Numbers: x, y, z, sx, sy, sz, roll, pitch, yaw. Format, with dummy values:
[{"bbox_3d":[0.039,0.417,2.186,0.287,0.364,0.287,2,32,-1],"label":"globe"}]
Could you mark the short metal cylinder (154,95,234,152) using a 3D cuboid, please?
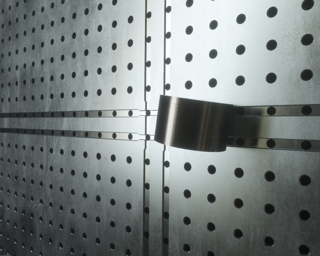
[{"bbox_3d":[0.037,-0.007,0.342,0.080,0.081,0.050,13,98,39],"label":"short metal cylinder"}]
